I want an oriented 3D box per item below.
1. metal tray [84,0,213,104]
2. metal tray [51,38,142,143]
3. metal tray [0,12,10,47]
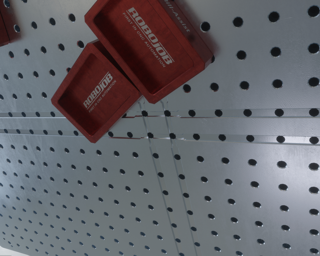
[{"bbox_3d":[-0.014,-0.102,0.352,0.090,0.030,0.130,-32,101,38],"label":"metal tray"},{"bbox_3d":[-0.085,-0.046,0.424,0.090,0.030,0.129,46,129,-4],"label":"metal tray"},{"bbox_3d":[-0.278,-0.182,0.443,0.090,0.030,0.129,8,122,24],"label":"metal tray"}]
